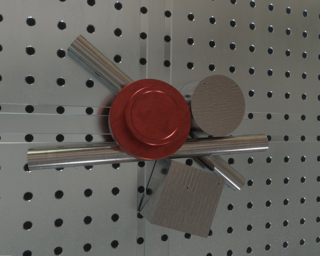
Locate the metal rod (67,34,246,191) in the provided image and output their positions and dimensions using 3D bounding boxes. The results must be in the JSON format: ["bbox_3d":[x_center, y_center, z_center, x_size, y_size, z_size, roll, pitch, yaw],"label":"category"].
[{"bbox_3d":[0.006,-0.011,0.416,0.300,0.025,0.025,40,77,-16],"label":"metal rod"}]

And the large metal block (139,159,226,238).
[{"bbox_3d":[0.029,0.089,0.409,0.080,0.050,0.080,21,83,-19],"label":"large metal block"}]

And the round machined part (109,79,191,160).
[{"bbox_3d":[-0.009,-0.011,0.365,0.099,0.042,0.097,2,81,-14],"label":"round machined part"}]

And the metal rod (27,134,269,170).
[{"bbox_3d":[-0.004,0.028,0.392,0.302,0.025,0.025,-3,91,-13],"label":"metal rod"}]

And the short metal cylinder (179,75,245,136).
[{"bbox_3d":[0.068,-0.029,0.425,0.081,0.050,0.079,0,90,-21],"label":"short metal cylinder"}]
